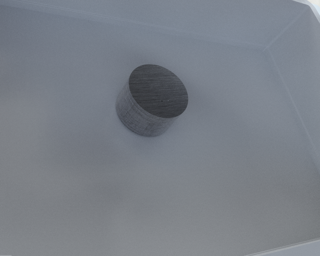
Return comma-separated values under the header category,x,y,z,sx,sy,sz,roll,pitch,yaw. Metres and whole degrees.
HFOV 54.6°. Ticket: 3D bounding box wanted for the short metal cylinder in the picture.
category,x,y,z,sx,sy,sz,roll,pitch,yaw
short metal cylinder,-0.011,-0.035,0.402,0.081,0.050,0.080,13,56,-21
